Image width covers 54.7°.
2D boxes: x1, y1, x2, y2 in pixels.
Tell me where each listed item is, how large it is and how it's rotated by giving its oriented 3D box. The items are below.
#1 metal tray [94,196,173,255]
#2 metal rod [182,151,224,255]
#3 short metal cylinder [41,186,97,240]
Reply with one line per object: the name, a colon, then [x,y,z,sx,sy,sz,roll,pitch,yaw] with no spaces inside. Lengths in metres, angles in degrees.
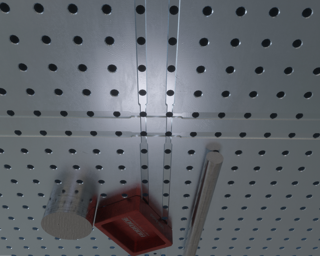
metal tray: [-0.045,0.181,0.562,0.090,0.030,0.130,-23,127,18]
metal rod: [0.069,0.156,0.544,0.025,0.025,0.298,3,130,-3]
short metal cylinder: [-0.149,0.142,0.515,0.081,0.050,0.079,0,130,0]
